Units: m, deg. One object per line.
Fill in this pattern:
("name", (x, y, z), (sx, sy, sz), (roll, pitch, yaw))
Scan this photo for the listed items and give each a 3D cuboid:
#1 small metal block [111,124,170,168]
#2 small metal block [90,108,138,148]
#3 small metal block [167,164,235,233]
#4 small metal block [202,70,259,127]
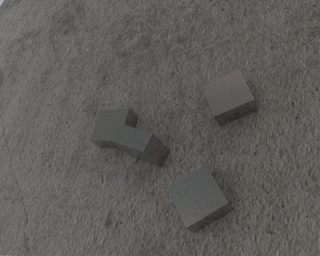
("small metal block", (-0.023, 0.023, 0.386), (0.050, 0.050, 0.025), (15, 70, 34))
("small metal block", (-0.064, 0.001, 0.437), (0.050, 0.025, 0.050), (-1, 61, 27))
("small metal block", (0.043, 0.076, 0.334), (0.050, 0.025, 0.050), (-33, 52, 6))
("small metal block", (0.086, -0.037, 0.381), (0.050, 0.025, 0.050), (-24, 53, 13))
